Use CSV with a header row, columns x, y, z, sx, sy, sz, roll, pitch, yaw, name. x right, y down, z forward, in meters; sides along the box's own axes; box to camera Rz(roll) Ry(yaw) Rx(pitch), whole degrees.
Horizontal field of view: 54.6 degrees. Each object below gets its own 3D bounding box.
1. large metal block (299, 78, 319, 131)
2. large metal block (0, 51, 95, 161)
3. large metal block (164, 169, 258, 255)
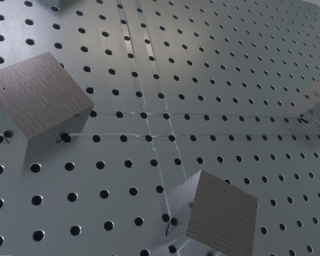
x,y,z,sx,sy,sz,roll,pitch,yaw,name
0.317,-0.039,0.586,0.080,0.050,0.080,34,51,-6,large metal block
-0.133,-0.025,0.336,0.080,0.050,0.080,49,51,6,large metal block
0.061,0.107,0.359,0.080,0.050,0.080,28,52,-10,large metal block
